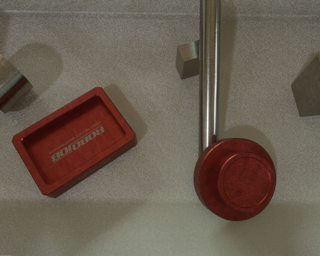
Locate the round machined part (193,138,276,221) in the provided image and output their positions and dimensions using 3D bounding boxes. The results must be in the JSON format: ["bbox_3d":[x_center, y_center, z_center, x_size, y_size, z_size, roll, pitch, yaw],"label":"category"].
[{"bbox_3d":[0.092,0.060,0.362,0.099,0.042,0.097,0,89,-12],"label":"round machined part"}]

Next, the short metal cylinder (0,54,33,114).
[{"bbox_3d":[-0.215,-0.064,0.401,0.080,0.080,0.050,37,74,12],"label":"short metal cylinder"}]

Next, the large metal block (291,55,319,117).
[{"bbox_3d":[0.232,-0.056,0.404,0.081,0.080,0.050,-6,70,-3],"label":"large metal block"}]

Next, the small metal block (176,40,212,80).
[{"bbox_3d":[0.051,-0.097,0.432,0.050,0.050,0.025,-18,71,-7],"label":"small metal block"}]

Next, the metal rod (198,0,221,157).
[{"bbox_3d":[0.061,-0.100,0.377,0.025,0.025,0.298,0,97,-1],"label":"metal rod"}]

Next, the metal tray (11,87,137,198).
[{"bbox_3d":[-0.107,0.017,0.399,0.131,0.030,0.090,-34,74,-12],"label":"metal tray"}]
